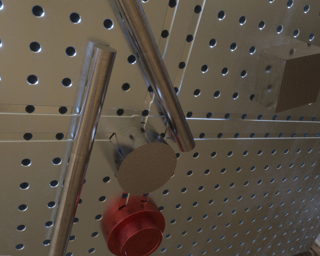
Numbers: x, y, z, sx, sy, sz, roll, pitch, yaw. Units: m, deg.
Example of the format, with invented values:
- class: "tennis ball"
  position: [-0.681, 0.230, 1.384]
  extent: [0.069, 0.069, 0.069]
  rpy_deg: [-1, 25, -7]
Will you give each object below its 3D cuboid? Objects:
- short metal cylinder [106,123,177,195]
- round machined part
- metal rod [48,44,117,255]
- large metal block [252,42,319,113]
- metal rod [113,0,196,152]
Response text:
- class: "short metal cylinder"
  position: [-0.025, 0.040, 0.408]
  extent: [0.081, 0.050, 0.079]
  rpy_deg: [-14, 125, -21]
- class: "round machined part"
  position: [-0.035, 0.168, 0.487]
  extent: [0.099, 0.042, 0.097]
  rpy_deg: [-14, 124, -21]
- class: "metal rod"
  position: [-0.102, 0.046, 0.384]
  extent: [0.025, 0.025, 0.298]
  rpy_deg: [5, 116, -31]
- class: "large metal block"
  position: [0.190, -0.076, 0.455]
  extent: [0.081, 0.050, 0.079]
  rpy_deg: [-15, 125, -21]
- class: "metal rod"
  position: [-0.010, -0.080, 0.357]
  extent: [0.025, 0.025, 0.299]
  rpy_deg: [-32, 129, -8]
